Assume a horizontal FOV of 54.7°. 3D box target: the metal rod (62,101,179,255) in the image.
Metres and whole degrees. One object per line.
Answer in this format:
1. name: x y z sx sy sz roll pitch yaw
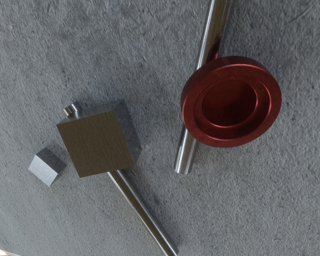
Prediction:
1. metal rod: -0.055 0.090 0.489 0.025 0.025 0.299 -22 107 36

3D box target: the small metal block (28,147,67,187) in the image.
1. small metal block: -0.201 0.070 0.553 0.050 0.025 0.050 41 129 -1

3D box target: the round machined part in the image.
1. round machined part: 0.070 -0.030 0.323 0.099 0.042 0.097 -2 126 -3

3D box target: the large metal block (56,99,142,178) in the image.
1. large metal block: -0.079 0.014 0.421 0.080 0.050 0.080 -13 109 14

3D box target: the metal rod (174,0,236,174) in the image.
1. metal rod: 0.051 -0.066 0.338 0.025 0.025 0.298 21 126 15
